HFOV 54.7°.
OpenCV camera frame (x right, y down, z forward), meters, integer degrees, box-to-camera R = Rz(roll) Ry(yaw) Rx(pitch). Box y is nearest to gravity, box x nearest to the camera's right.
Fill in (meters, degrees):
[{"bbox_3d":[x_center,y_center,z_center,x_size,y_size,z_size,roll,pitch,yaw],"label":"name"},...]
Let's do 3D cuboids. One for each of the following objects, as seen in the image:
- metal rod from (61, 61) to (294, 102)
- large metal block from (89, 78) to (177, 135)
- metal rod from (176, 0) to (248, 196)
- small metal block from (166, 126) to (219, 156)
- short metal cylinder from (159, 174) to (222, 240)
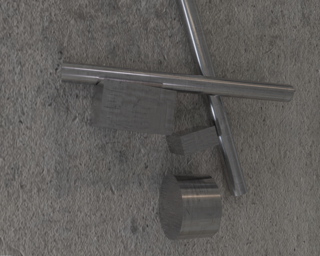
[{"bbox_3d":[0.032,-0.057,0.400,0.302,0.025,0.025,4,89,-13],"label":"metal rod"},{"bbox_3d":[-0.036,-0.022,0.367,0.081,0.080,0.050,7,88,-20],"label":"large metal block"},{"bbox_3d":[0.073,-0.048,0.436,0.025,0.025,0.298,-19,97,-19],"label":"metal rod"},{"bbox_3d":[0.042,0.016,0.412,0.050,0.050,0.025,-17,96,-19],"label":"small metal block"},{"bbox_3d":[0.036,0.099,0.393,0.050,0.080,0.080,3,89,-20],"label":"short metal cylinder"}]
